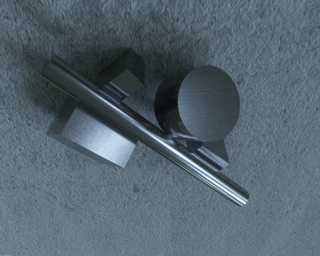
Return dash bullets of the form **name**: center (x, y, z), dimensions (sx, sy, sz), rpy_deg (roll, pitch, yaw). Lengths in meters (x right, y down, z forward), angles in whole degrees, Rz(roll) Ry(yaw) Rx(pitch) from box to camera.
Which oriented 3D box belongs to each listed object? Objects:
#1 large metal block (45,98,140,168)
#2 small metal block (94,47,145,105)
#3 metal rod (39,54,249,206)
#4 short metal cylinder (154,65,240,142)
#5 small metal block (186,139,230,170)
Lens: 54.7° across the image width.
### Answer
- **large metal block**: center (-0.081, 0.005, 0.372), dimensions (0.080, 0.050, 0.080), rpy_deg (33, 163, -26)
- **small metal block**: center (-0.044, -0.056, 0.345), dimensions (0.050, 0.050, 0.025), rpy_deg (-31, 124, 23)
- **metal rod**: center (0.003, 0.018, 0.359), dimensions (0.301, 0.025, 0.025), rpy_deg (36, 121, -27)
- **short metal cylinder**: center (0.041, -0.025, 0.344), dimensions (0.080, 0.080, 0.050), rpy_deg (32, 164, -24)
- **small metal block**: center (0.062, 0.025, 0.411), dimensions (0.050, 0.050, 0.025), rpy_deg (33, 122, -25)
